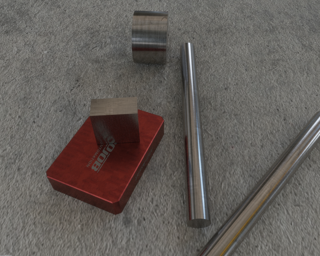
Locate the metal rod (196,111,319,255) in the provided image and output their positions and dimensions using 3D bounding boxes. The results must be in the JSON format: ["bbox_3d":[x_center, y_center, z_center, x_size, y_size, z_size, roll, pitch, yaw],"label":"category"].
[{"bbox_3d":[0.116,0.072,0.343,0.025,0.025,0.302,36,58,26],"label":"metal rod"}]

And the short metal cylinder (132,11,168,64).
[{"bbox_3d":[-0.014,-0.141,0.486,0.050,0.080,0.080,3,50,2],"label":"short metal cylinder"}]

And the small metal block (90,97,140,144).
[{"bbox_3d":[-0.050,-0.008,0.353,0.050,0.050,0.025,-3,50,-3],"label":"small metal block"}]

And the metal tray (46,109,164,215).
[{"bbox_3d":[-0.060,0.028,0.376,0.090,0.030,0.130,18,52,14],"label":"metal tray"}]

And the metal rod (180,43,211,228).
[{"bbox_3d":[0.043,-0.016,0.416,0.025,0.025,0.300,1,50,1],"label":"metal rod"}]
